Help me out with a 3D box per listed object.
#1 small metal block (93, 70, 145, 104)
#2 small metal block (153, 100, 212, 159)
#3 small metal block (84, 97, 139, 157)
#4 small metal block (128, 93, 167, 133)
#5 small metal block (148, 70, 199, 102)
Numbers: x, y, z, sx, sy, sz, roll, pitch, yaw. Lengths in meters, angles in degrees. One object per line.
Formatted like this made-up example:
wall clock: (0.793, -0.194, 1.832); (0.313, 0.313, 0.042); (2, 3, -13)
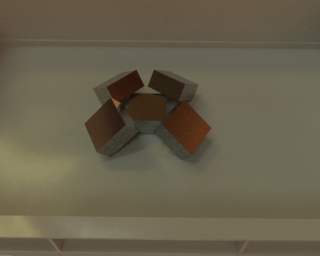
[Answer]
small metal block: (-0.058, -0.057, 0.434); (0.050, 0.025, 0.050); (-35, 21, -25)
small metal block: (0.028, 0.002, 0.386); (0.050, 0.025, 0.050); (46, 57, -8)
small metal block: (-0.062, -0.001, 0.388); (0.050, 0.025, 0.050); (-42, 54, 14)
small metal block: (-0.017, -0.020, 0.419); (0.050, 0.025, 0.050); (1, 50, 1)
small metal block: (0.019, -0.060, 0.437); (0.050, 0.025, 0.050); (28, 19, 21)
